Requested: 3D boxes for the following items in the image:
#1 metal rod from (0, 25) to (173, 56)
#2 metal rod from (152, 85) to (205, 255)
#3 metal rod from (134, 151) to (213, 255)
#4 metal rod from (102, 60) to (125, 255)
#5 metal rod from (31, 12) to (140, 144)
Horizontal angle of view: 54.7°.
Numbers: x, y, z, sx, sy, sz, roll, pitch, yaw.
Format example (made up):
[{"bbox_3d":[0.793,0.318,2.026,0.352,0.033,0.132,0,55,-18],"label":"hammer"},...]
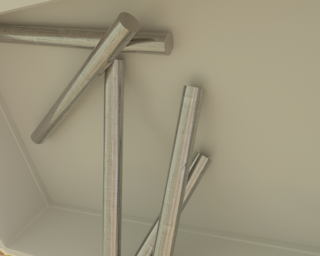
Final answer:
[{"bbox_3d":[-0.127,-0.117,0.401,0.301,0.025,0.025,10,123,22],"label":"metal rod"},{"bbox_3d":[0.014,0.098,0.378,0.025,0.025,0.298,13,97,21],"label":"metal rod"},{"bbox_3d":[-0.018,0.165,0.409,0.025,0.025,0.299,30,92,8],"label":"metal rod"},{"bbox_3d":[-0.062,0.063,0.406,0.025,0.025,0.298,5,98,25],"label":"metal rod"},{"bbox_3d":[-0.118,-0.046,0.420,0.025,0.025,0.299,48,135,-6],"label":"metal rod"}]
